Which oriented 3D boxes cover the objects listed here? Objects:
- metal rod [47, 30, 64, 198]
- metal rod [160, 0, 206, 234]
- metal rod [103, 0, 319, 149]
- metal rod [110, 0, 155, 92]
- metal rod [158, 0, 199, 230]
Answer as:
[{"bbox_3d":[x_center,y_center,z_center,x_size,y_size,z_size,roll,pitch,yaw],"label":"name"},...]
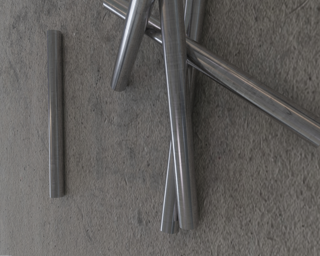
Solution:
[{"bbox_3d":[-0.189,-0.026,0.561,0.025,0.025,0.298,-2,89,40],"label":"metal rod"},{"bbox_3d":[0.028,-0.018,0.381,0.025,0.025,0.298,10,97,39],"label":"metal rod"},{"bbox_3d":[0.043,-0.078,0.341,0.300,0.025,0.025,39,114,23],"label":"metal rod"},{"bbox_3d":[-0.022,-0.124,0.328,0.025,0.025,0.299,68,157,17],"label":"metal rod"},{"bbox_3d":[0.021,-0.027,0.341,0.025,0.025,0.298,6,108,40],"label":"metal rod"}]
